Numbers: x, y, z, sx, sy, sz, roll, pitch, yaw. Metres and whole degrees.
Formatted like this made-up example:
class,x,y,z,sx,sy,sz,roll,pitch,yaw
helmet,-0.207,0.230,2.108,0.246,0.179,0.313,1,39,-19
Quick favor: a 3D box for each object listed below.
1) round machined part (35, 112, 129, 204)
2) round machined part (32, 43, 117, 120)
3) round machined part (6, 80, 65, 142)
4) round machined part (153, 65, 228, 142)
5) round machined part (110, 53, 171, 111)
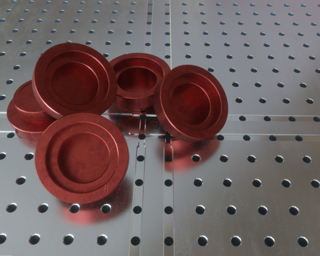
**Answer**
class,x,y,z,sx,sy,sz,roll,pitch,yaw
round machined part,-0.084,0.034,0.349,0.099,0.042,0.097,1,81,-4
round machined part,-0.107,-0.052,0.387,0.099,0.042,0.098,7,73,-26
round machined part,-0.157,-0.032,0.421,0.099,0.042,0.098,0,50,0
round machined part,0.036,-0.029,0.402,0.099,0.042,0.098,7,73,-24
round machined part,-0.033,-0.062,0.449,0.099,0.042,0.098,0,50,0
